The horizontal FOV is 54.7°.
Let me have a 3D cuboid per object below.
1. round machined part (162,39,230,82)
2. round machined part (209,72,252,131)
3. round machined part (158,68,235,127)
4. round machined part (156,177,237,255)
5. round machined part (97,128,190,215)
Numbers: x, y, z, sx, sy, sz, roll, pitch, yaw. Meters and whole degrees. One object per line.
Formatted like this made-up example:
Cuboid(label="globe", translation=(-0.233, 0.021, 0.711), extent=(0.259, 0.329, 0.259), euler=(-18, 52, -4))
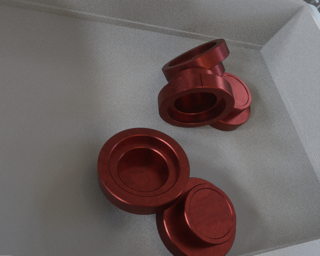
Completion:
Cuboid(label="round machined part", translation=(0.056, -0.089, 0.452), extent=(0.099, 0.098, 0.042), euler=(-43, 114, -39))
Cuboid(label="round machined part", translation=(0.101, -0.047, 0.481), extent=(0.099, 0.042, 0.098), euler=(14, 56, -21))
Cuboid(label="round machined part", translation=(0.046, -0.042, 0.411), extent=(0.099, 0.097, 0.042), euler=(9, 58, -24))
Cuboid(label="round machined part", translation=(0.048, 0.103, 0.360), extent=(0.099, 0.042, 0.098), euler=(14, 56, -21))
Cuboid(label="round machined part", translation=(-0.020, 0.050, 0.344), extent=(0.099, 0.042, 0.098), euler=(7, 51, -8))
